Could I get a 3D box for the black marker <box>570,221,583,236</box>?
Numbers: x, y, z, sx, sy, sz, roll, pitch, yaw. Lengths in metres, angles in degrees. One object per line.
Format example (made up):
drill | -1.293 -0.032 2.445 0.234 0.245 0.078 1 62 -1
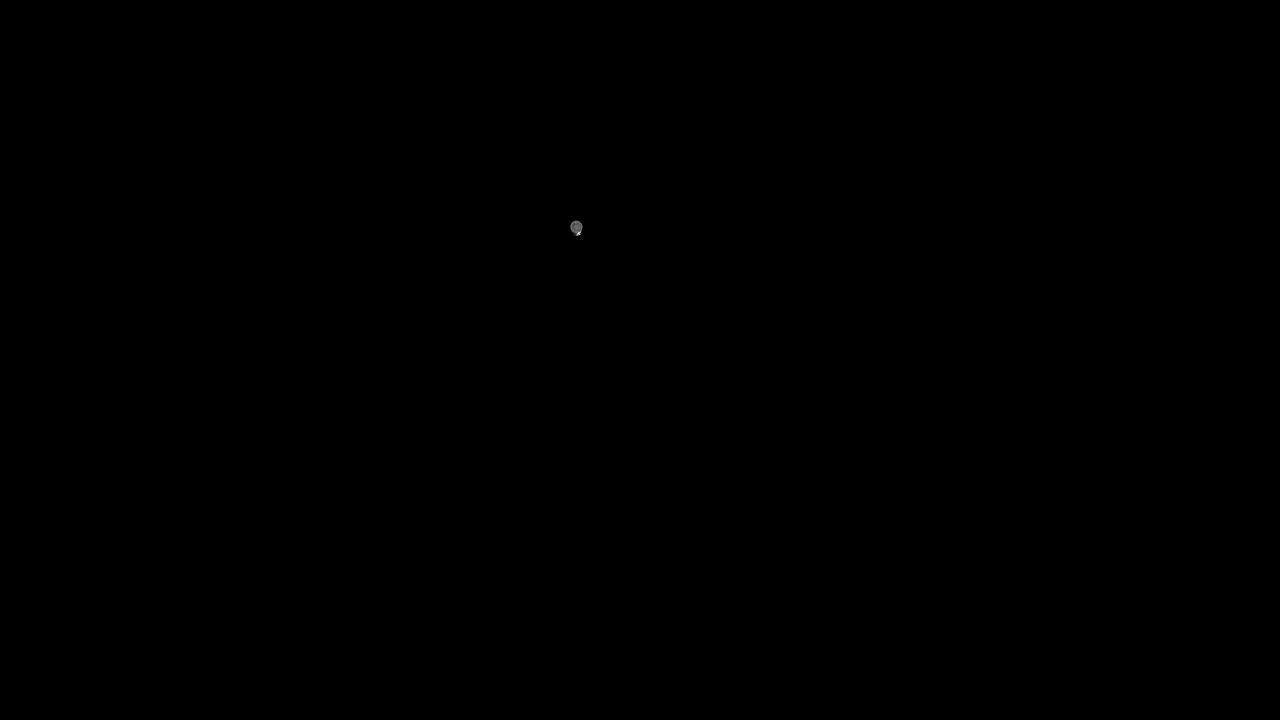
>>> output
black marker | -0.103 -0.214 1.001 0.020 0.020 0.121 0 9 -6
